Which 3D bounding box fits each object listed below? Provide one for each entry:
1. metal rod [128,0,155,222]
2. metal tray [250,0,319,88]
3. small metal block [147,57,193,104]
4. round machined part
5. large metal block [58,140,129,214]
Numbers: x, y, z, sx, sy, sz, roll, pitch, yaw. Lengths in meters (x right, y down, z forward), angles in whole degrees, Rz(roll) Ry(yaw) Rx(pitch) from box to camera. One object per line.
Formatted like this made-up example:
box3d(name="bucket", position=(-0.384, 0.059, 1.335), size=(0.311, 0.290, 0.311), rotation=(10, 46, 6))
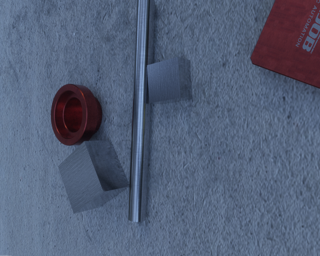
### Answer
box3d(name="metal rod", position=(-0.025, -0.022, 0.425), size=(0.025, 0.025, 0.298), rotation=(4, 93, 40))
box3d(name="metal tray", position=(0.150, -0.104, 0.278), size=(0.090, 0.030, 0.129), rotation=(32, 110, 35))
box3d(name="small metal block", position=(0.012, -0.059, 0.395), size=(0.050, 0.025, 0.050), rotation=(-6, 86, 39))
box3d(name="round machined part", position=(-0.132, -0.021, 0.503), size=(0.098, 0.042, 0.097), rotation=(0, 90, 40))
box3d(name="large metal block", position=(-0.103, 0.074, 0.474), size=(0.080, 0.050, 0.080), rotation=(-39, 66, 33))
